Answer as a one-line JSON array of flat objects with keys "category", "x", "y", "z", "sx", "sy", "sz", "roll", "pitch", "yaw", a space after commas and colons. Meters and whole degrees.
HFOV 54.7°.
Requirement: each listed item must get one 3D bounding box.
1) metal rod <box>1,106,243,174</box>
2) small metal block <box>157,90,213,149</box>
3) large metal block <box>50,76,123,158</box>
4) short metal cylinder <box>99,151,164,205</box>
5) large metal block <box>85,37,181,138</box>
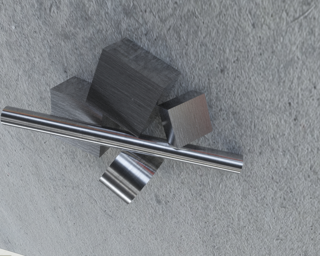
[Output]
[{"category": "metal rod", "x": -0.048, "y": 0.015, "z": 0.389, "sx": 0.302, "sy": 0.025, "sz": 0.025, "roll": 12, "pitch": 125, "yaw": 2}, {"category": "small metal block", "x": 0.030, "y": -0.011, "z": 0.366, "sx": 0.025, "sy": 0.050, "sz": 0.050, "roll": 29, "pitch": 140, "yaw": 58}, {"category": "large metal block", "x": -0.103, "y": -0.016, "z": 0.436, "sx": 0.080, "sy": 0.050, "sz": 0.079, "roll": 23, "pitch": 127, "yaw": 14}, {"category": "short metal cylinder", "x": -0.039, "y": 0.058, "z": 0.429, "sx": 0.050, "sy": 0.080, "sz": 0.080, "roll": 39, "pitch": 129, "yaw": 1}, {"category": "large metal block", "x": -0.034, "y": -0.049, "z": 0.376, "sx": 0.080, "sy": 0.050, "sz": 0.079, "roll": 34, "pitch": 129, "yaw": 5}]
